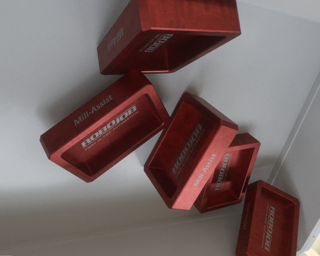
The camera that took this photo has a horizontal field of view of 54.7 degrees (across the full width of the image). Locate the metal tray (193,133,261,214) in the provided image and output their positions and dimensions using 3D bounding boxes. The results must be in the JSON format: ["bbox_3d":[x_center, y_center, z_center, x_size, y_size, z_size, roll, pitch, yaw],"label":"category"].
[{"bbox_3d":[0.107,0.075,0.512,0.091,0.030,0.129,-7,122,-25],"label":"metal tray"}]

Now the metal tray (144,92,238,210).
[{"bbox_3d":[0.034,0.029,0.405,0.030,0.090,0.129,16,110,-35],"label":"metal tray"}]

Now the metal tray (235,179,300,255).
[{"bbox_3d":[0.181,0.162,0.510,0.090,0.130,0.030,28,147,-10],"label":"metal tray"}]

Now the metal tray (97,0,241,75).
[{"bbox_3d":[0.001,-0.082,0.295,0.091,0.130,0.030,-6,87,-26],"label":"metal tray"}]

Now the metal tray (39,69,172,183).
[{"bbox_3d":[-0.056,0.002,0.358,0.130,0.030,0.090,-37,148,-3],"label":"metal tray"}]
